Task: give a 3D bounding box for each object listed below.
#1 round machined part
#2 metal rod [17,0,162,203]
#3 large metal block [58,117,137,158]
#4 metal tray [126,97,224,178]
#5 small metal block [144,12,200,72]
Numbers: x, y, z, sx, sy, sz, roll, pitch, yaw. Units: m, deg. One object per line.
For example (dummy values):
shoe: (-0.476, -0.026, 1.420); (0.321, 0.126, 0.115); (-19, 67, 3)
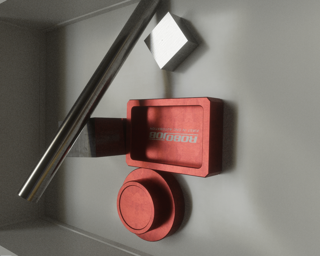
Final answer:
round machined part: (-0.019, 0.101, 0.409); (0.098, 0.042, 0.097); (0, 90, 39)
metal rod: (-0.082, -0.047, 0.388); (0.025, 0.025, 0.300); (22, 77, 37)
large metal block: (-0.085, 0.013, 0.438); (0.080, 0.081, 0.050); (-4, 88, 40)
metal tray: (0.014, 0.008, 0.390); (0.130, 0.030, 0.089); (2, 91, 39)
small metal block: (0.014, -0.108, 0.394); (0.050, 0.025, 0.050); (-42, 65, 31)
